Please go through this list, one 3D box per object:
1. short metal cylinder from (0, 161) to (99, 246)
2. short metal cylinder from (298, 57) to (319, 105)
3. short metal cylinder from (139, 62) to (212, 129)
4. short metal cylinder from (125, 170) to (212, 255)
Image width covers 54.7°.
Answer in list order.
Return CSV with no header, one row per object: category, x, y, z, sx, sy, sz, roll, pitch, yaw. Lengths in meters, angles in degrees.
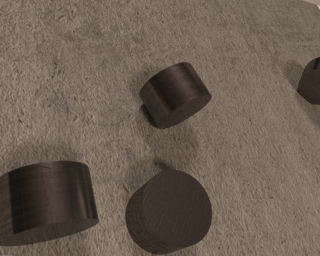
short metal cylinder,-0.099,0.068,0.274,0.081,0.080,0.050,-3,63,-30
short metal cylinder,0.316,-0.091,0.598,0.080,0.080,0.050,40,51,-2
short metal cylinder,0.020,-0.041,0.406,0.081,0.080,0.050,-20,73,-36
short metal cylinder,0.009,0.092,0.338,0.081,0.050,0.080,14,56,-21
